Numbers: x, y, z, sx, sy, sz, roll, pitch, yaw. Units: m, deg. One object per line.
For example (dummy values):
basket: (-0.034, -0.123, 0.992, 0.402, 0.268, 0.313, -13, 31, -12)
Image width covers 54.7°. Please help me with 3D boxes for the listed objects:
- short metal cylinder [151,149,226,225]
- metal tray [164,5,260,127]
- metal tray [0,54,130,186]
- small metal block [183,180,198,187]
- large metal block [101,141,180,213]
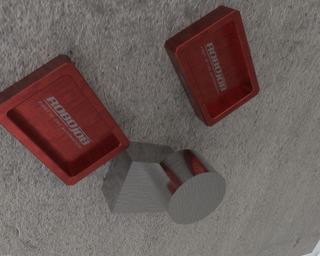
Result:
short metal cylinder: (0.035, 0.074, 0.391, 0.081, 0.050, 0.079, -14, 124, -21)
metal tray: (0.072, -0.074, 0.396, 0.090, 0.030, 0.130, -35, 129, -6)
metal tray: (-0.103, -0.004, 0.344, 0.090, 0.030, 0.130, -35, 129, -5)
small metal block: (0.038, 0.065, 0.452, 0.050, 0.050, 0.025, -22, 127, -15)
large metal block: (-0.024, 0.067, 0.419, 0.081, 0.050, 0.079, 9, 114, -32)
